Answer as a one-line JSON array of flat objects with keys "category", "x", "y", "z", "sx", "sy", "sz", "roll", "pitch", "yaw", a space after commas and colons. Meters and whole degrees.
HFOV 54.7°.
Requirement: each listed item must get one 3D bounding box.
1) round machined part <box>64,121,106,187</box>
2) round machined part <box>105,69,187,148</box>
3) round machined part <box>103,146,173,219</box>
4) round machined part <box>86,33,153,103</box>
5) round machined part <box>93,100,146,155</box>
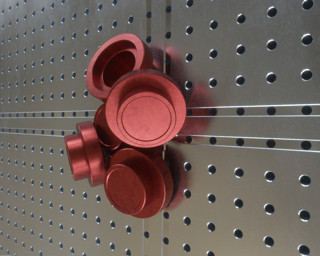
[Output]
[{"category": "round machined part", "x": -0.113, "y": 0.041, "z": 0.458, "sx": 0.098, "sy": 0.042, "sz": 0.097, "roll": 167, "pitch": 90, "yaw": -70}, {"category": "round machined part", "x": -0.017, "y": -0.018, "z": 0.372, "sx": 0.042, "sy": 0.099, "sz": 0.097, "roll": -99, "pitch": 34, "yaw": -65}, {"category": "round machined part", "x": -0.035, "y": 0.074, "z": 0.409, "sx": 0.098, "sy": 0.042, "sz": 0.097, "roll": 9, "pitch": 106, "yaw": 32}, {"category": "round machined part", "x": -0.050, "y": -0.076, "z": 0.423, "sx": 0.098, "sy": 0.042, "sz": 0.098, "roll": -14, "pitch": 62, "yaw": 28}, {"category": "round machined part", "x": -0.058, "y": -0.003, "z": 0.442, "sx": 0.098, "sy": 0.042, "sz": 0.097, "roll": 0, "pitch": 90, "yaw": 39}]
